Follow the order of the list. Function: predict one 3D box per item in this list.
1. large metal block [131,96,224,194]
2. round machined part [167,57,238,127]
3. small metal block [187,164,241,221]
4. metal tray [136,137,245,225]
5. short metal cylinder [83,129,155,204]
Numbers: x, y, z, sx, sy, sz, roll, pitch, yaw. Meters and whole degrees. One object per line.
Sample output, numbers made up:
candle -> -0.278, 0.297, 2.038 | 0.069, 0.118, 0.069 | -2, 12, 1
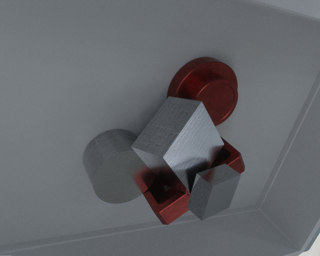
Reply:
large metal block -> 0.025, 0.021, 0.372 | 0.080, 0.050, 0.080 | -54, 133, -22
round machined part -> 0.062, -0.040, 0.407 | 0.099, 0.042, 0.097 | -14, 125, -21
small metal block -> 0.064, 0.075, 0.366 | 0.050, 0.025, 0.050 | -11, 124, -39
metal tray -> 0.036, 0.058, 0.421 | 0.131, 0.090, 0.030 | -33, 128, -7
short metal cylinder -> -0.051, 0.048, 0.393 | 0.081, 0.050, 0.079 | -14, 125, -21
